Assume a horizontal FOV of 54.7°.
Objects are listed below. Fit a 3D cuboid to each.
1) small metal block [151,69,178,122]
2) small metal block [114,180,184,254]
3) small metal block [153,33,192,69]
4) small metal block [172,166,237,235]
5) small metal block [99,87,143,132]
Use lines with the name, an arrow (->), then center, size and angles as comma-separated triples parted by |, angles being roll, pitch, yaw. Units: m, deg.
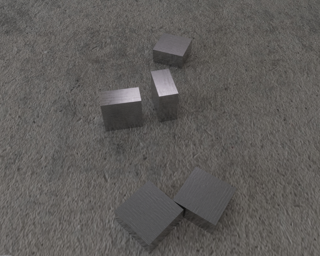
small metal block -> 0.005, -0.044, 0.424 | 0.025, 0.050, 0.050 | -10, 51, -8
small metal block -> -0.011, 0.092, 0.326 | 0.050, 0.025, 0.050 | 36, 59, 26
small metal block -> 0.021, -0.128, 0.511 | 0.050, 0.025, 0.050 | 16, 52, 13
small metal block -> 0.048, 0.078, 0.338 | 0.050, 0.025, 0.050 | 27, 55, 20
small metal block -> -0.050, -0.024, 0.406 | 0.050, 0.050, 0.025 | -8, 51, -7
